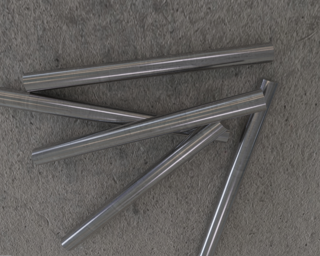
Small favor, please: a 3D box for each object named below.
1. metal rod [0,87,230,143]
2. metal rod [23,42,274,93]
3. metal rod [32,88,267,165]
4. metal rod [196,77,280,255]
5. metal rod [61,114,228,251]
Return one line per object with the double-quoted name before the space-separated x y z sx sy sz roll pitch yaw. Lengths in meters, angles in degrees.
"metal rod" -0.060 -0.016 0.403 0.302 0.025 0.025 9 110 -4
"metal rod" -0.015 -0.074 0.381 0.302 0.025 0.025 -7 110 2
"metal rod" -0.025 0.003 0.383 0.301 0.025 0.025 -14 110 16
"metal rod" 0.102 0.076 0.438 0.025 0.025 0.298 13 110 -5
"metal rod" -0.033 0.084 0.424 0.299 0.025 0.025 -41 106 19
